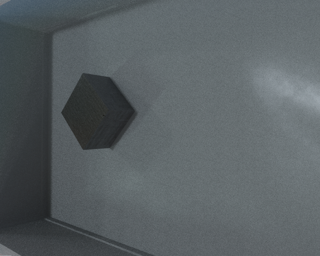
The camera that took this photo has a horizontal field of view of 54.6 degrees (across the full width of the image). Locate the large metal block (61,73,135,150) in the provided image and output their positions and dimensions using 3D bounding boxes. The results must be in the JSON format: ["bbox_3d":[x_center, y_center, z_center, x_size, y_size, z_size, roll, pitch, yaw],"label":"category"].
[{"bbox_3d":[-0.096,-0.024,0.472,0.080,0.050,0.080,52,120,27],"label":"large metal block"}]
